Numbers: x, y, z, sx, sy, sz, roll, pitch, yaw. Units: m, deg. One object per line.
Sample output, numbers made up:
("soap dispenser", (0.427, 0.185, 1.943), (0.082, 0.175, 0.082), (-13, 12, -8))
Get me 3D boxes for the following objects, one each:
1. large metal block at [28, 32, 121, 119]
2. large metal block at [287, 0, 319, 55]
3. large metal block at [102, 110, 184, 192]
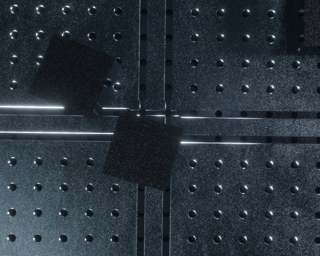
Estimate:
("large metal block", (-0.107, -0.064, 0.399), (0.080, 0.050, 0.080), (23, 90, -1))
("large metal block", (0.216, -0.140, 0.404), (0.081, 0.050, 0.079), (0, 90, -1))
("large metal block", (-0.021, 0.028, 0.401), (0.080, 0.050, 0.080), (16, 90, -1))
